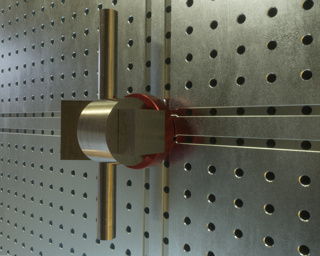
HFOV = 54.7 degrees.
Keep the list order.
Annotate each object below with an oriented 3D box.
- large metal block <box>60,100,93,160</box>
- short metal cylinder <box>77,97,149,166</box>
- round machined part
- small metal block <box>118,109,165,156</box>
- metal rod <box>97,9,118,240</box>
[{"bbox_3d":[-0.108,0.002,0.452,0.050,0.080,0.079,1,91,-1],"label":"large metal block"},{"bbox_3d":[-0.051,0.004,0.374,0.050,0.081,0.079,1,91,40],"label":"short metal cylinder"},{"bbox_3d":[-0.020,0.004,0.411,0.098,0.042,0.097,0,90,39],"label":"round machined part"},{"bbox_3d":[-0.020,0.004,0.353,0.025,0.050,0.050,2,91,40],"label":"small metal block"},{"bbox_3d":[-0.070,-0.004,0.410,0.025,0.025,0.298,1,91,39],"label":"metal rod"}]
